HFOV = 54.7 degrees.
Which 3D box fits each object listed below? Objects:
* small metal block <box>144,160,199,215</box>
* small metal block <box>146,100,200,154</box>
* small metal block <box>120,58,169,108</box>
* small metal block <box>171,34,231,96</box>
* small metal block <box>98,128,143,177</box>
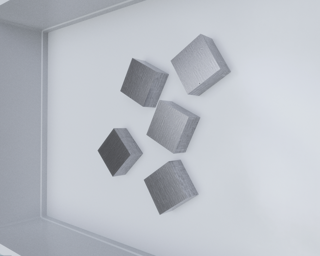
[{"bbox_3d":[0.013,0.075,0.396,0.050,0.025,0.050,-41,65,32],"label":"small metal block"},{"bbox_3d":[0.016,-0.002,0.394,0.050,0.025,0.050,33,111,35],"label":"small metal block"},{"bbox_3d":[-0.022,-0.062,0.425,0.050,0.025,0.050,36,112,34],"label":"small metal block"},{"bbox_3d":[0.047,-0.073,0.368,0.050,0.025,0.050,-37,67,34],"label":"small metal block"},{"bbox_3d":[-0.059,0.035,0.456,0.050,0.025,0.050,-50,61,28],"label":"small metal block"}]
